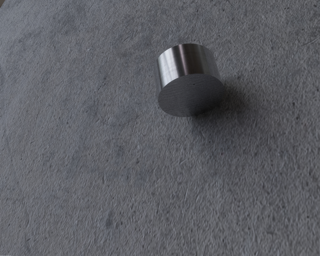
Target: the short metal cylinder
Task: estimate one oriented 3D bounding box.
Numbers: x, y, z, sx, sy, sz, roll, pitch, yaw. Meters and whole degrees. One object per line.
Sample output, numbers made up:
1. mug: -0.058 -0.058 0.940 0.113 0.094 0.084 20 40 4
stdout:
1. short metal cylinder: 0.035 -0.057 0.386 0.080 0.080 0.050 -20 54 17
